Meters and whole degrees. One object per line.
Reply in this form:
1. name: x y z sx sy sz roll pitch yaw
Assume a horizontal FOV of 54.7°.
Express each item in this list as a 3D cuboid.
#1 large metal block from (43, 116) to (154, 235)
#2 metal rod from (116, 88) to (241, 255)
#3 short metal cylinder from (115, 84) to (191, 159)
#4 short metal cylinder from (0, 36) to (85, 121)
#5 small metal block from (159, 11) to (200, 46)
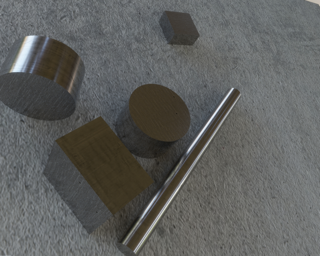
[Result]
1. large metal block: -0.064 0.049 0.304 0.050 0.080 0.080 -34 81 -38
2. metal rod: 0.043 0.035 0.405 0.025 0.025 0.301 41 51 0
3. short metal cylinder: -0.009 -0.008 0.388 0.081 0.050 0.080 14 56 -21
4. short metal cylinder: -0.126 -0.051 0.332 0.081 0.080 0.050 17 55 -19
5. small metal block: 0.032 -0.168 0.524 0.050 0.025 0.050 -6 65 -31
